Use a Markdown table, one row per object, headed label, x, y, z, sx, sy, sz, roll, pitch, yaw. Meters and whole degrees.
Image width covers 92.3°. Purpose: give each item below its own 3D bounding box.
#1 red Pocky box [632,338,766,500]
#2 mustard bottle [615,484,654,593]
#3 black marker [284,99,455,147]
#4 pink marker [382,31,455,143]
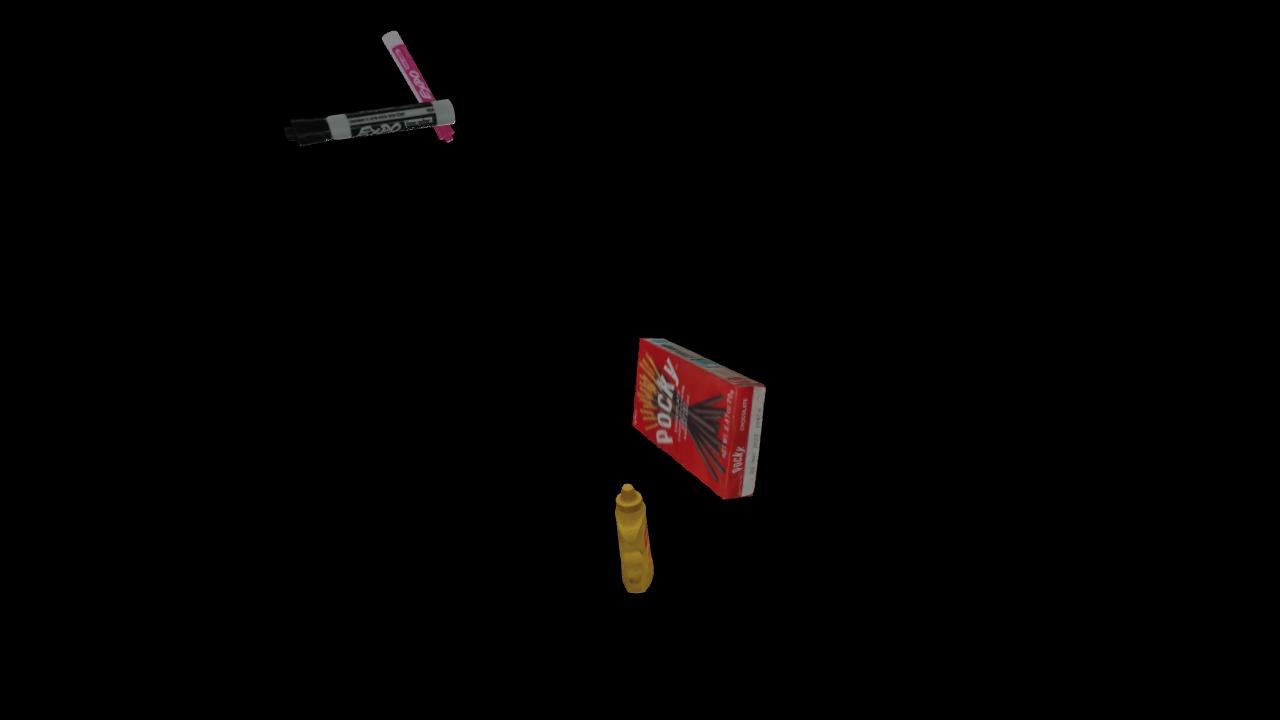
| label | x | y | z | sx | sy | sz | roll | pitch | yaw |
| --- | --- | --- | --- | --- | --- | --- | --- | --- | --- |
| red Pocky box | 0.038 | 0.038 | 0.474 | 0.028 | 0.083 | 0.155 | -3 | 15 | -25 |
| mustard bottle | -0.012 | 0.279 | 0.997 | 0.054 | 0.184 | 0.092 | -1 | 25 | 11 |
| black marker | -0.201 | -0.179 | 0.463 | 0.121 | 0.020 | 0.020 | -21 | 10 | -27 |
| pink marker | -0.240 | -0.296 | 0.672 | 0.020 | 0.121 | 0.020 | -27 | 15 | 7 |
